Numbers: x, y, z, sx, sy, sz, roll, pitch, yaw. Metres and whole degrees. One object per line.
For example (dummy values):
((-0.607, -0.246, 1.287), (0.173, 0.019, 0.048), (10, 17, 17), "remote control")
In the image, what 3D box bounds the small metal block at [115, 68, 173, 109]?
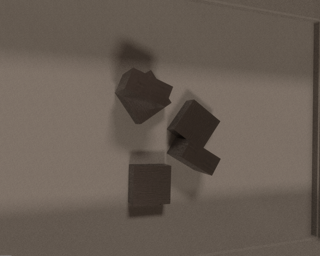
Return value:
((-0.020, -0.045, 0.364), (0.050, 0.050, 0.025), (23, 83, -19), "small metal block")

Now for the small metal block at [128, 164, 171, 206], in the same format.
((-0.014, 0.073, 0.407), (0.050, 0.025, 0.050), (2, 90, -21), "small metal block")

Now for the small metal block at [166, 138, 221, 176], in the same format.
((0.044, 0.038, 0.415), (0.050, 0.050, 0.025), (32, 80, -18), "small metal block")

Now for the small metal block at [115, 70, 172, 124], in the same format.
((-0.022, -0.039, 0.403), (0.050, 0.025, 0.050), (-36, 102, -17), "small metal block")

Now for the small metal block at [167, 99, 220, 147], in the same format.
((0.047, -0.004, 0.429), (0.050, 0.025, 0.050), (38, 78, -17), "small metal block")
